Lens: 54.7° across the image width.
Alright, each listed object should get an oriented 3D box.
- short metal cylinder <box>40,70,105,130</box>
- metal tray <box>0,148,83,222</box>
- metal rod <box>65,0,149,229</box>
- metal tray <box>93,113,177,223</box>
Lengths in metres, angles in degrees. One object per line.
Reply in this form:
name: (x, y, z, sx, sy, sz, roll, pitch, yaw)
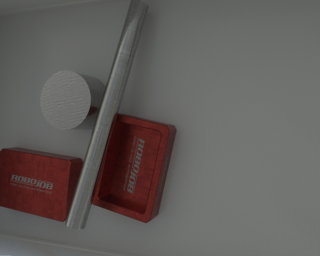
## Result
short metal cylinder: (-0.119, -0.037, 0.438, 0.080, 0.050, 0.079, 0, 90, 19)
metal tray: (-0.185, 0.083, 0.471, 0.130, 0.030, 0.089, 7, 92, 19)
metal rod: (-0.067, -0.021, 0.400, 0.025, 0.025, 0.299, 14, 85, 19)
metal tray: (-0.037, 0.051, 0.419, 0.090, 0.030, 0.129, 14, 94, 19)
